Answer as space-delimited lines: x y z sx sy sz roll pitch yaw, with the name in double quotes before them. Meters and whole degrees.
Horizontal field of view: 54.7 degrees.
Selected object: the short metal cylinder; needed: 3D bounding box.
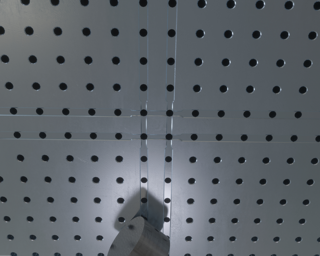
"short metal cylinder" -0.031 0.177 0.449 0.050 0.080 0.080 42 105 -14
